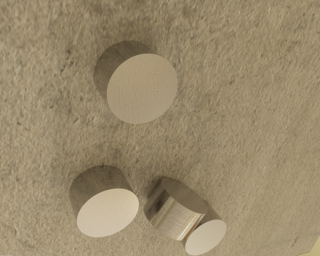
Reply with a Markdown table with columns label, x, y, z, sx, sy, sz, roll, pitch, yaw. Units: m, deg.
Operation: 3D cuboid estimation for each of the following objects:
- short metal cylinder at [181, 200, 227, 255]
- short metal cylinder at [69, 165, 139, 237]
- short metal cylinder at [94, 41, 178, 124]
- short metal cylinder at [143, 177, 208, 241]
| label | x | y | z | sx | sy | sz | roll | pitch | yaw |
| --- | --- | --- | --- | --- | --- | --- | --- | --- | --- |
| short metal cylinder | 0.067 | 0.172 | 0.536 | 0.081 | 0.050 | 0.079 | -14 | 125 | -21 |
| short metal cylinder | -0.075 | 0.096 | 0.411 | 0.081 | 0.050 | 0.079 | -14 | 125 | -21 |
| short metal cylinder | -0.027 | -0.051 | 0.345 | 0.081 | 0.050 | 0.079 | -14 | 124 | -21 |
| short metal cylinder | 0.023 | 0.118 | 0.459 | 0.080 | 0.080 | 0.050 | 24 | 105 | -37 |
